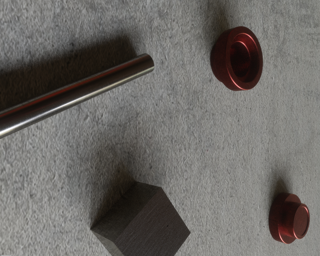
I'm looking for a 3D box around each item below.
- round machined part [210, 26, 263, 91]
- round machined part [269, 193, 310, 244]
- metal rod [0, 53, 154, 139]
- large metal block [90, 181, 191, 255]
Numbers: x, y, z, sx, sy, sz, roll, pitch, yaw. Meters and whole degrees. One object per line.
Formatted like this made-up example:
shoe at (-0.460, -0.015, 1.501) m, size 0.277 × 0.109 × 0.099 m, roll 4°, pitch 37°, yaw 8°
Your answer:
round machined part at (0.118, -0.107, 0.492) m, size 0.099 × 0.042 × 0.097 m, roll 0°, pitch 90°, yaw -40°
round machined part at (0.260, 0.180, 0.612) m, size 0.099 × 0.042 × 0.097 m, roll 0°, pitch 91°, yaw -40°
metal rod at (-0.121, -0.018, 0.302) m, size 0.302 × 0.025 × 0.025 m, roll -31°, pitch 110°, yaw -36°
large metal block at (-0.021, 0.124, 0.371) m, size 0.080 × 0.050 × 0.080 m, roll -45°, pitch 117°, yaw -31°
